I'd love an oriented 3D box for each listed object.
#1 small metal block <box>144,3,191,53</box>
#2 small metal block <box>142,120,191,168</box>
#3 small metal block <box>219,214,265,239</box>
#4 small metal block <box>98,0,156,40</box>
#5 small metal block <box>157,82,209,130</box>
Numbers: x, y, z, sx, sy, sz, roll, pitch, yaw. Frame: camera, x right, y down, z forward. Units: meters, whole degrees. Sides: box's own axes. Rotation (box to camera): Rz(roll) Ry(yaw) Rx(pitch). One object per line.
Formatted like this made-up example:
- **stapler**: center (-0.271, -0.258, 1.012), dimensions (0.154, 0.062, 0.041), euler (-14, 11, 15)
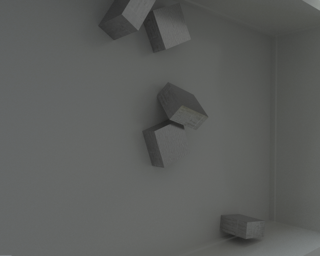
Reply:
- **small metal block**: center (0.009, -0.134, 0.413), dimensions (0.050, 0.025, 0.050), euler (-32, 110, -35)
- **small metal block**: center (0.009, 0.019, 0.414), dimensions (0.050, 0.025, 0.050), euler (-25, 106, -37)
- **small metal block**: center (0.134, 0.159, 0.502), dimensions (0.050, 0.050, 0.025), euler (11, 83, -40)
- **small metal block**: center (-0.038, -0.134, 0.358), dimensions (0.025, 0.050, 0.050), euler (39, 66, -33)
- **small metal block**: center (0.030, -0.029, 0.413), dimensions (0.050, 0.050, 0.025), euler (20, 121, -38)
